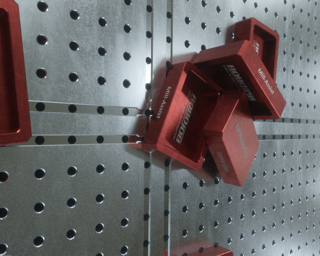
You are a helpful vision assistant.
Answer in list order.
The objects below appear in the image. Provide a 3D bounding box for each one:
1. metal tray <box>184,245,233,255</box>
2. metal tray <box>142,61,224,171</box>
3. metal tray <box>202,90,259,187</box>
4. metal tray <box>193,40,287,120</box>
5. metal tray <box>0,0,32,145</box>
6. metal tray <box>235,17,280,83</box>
[{"bbox_3d":[0.068,0.253,0.463,0.091,0.030,0.129,3,89,-40],"label":"metal tray"},{"bbox_3d":[0.037,-0.016,0.435,0.090,0.030,0.130,31,71,-36],"label":"metal tray"},{"bbox_3d":[0.113,0.017,0.474,0.090,0.030,0.130,-58,137,-29],"label":"metal tray"},{"bbox_3d":[0.119,-0.065,0.464,0.130,0.090,0.030,46,62,-30],"label":"metal tray"},{"bbox_3d":[-0.167,-0.047,0.265,0.091,0.030,0.129,-7,95,-40],"label":"metal tray"},{"bbox_3d":[0.168,-0.115,0.544,0.091,0.030,0.129,11,83,-39],"label":"metal tray"}]
